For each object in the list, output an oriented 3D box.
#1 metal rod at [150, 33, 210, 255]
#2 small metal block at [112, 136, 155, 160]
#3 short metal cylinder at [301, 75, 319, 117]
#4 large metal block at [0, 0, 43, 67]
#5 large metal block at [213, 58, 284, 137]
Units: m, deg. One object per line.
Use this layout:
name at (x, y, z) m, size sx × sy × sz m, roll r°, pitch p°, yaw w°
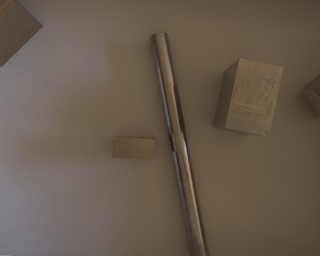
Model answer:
metal rod at (0.026, 0.024, 0.411) m, size 0.025 × 0.025 × 0.298 m, roll -11°, pitch 90°, yaw 0°
small metal block at (-0.032, 0.024, 0.399) m, size 0.050 × 0.050 × 0.025 m, roll 3°, pitch 90°, yaw -1°
short metal cylinder at (0.229, -0.048, 0.387) m, size 0.080 × 0.080 × 0.050 m, roll -37°, pitch 91°, yaw 0°
large metal block at (-0.205, -0.128, 0.381) m, size 0.080 × 0.080 × 0.050 m, roll -45°, pitch 91°, yaw 0°
large metal block at (0.105, -0.034, 0.385) m, size 0.050 × 0.080 × 0.080 m, roll 12°, pitch 90°, yaw 0°
